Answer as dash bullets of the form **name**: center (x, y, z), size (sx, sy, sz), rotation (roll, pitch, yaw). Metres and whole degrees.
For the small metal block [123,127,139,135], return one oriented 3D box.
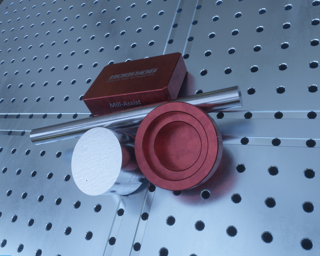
- **small metal block**: center (-0.037, 0.012, 0.430), size (0.050, 0.025, 0.050), rotation (20, 72, 35)

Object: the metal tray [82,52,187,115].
- **metal tray**: center (-0.035, -0.063, 0.442), size (0.130, 0.030, 0.090), rotation (-4, 41, 25)

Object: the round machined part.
- **round machined part**: center (0.024, 0.021, 0.356), size (0.098, 0.042, 0.097), rotation (-3, 82, 24)

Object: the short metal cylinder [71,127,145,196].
- **short metal cylinder**: center (-0.062, 0.042, 0.382), size (0.080, 0.050, 0.080), rotation (-7, 76, 32)

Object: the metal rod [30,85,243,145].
- **metal rod**: center (-0.047, -0.011, 0.405), size (0.301, 0.025, 0.025), rotation (-10, 58, 22)
